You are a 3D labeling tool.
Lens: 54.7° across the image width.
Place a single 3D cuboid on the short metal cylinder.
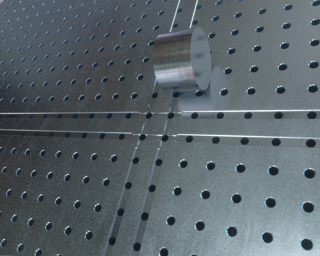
[{"bbox_3d":[0.032,-0.088,0.410,0.050,0.080,0.080,-2,61,27],"label":"short metal cylinder"}]
